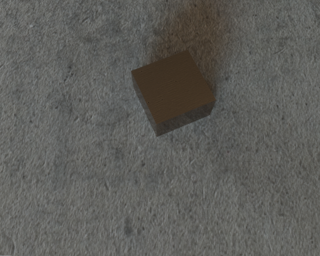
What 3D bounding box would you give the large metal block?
[{"bbox_3d":[0.016,-0.045,0.412,0.080,0.050,0.080,-23,72,-8],"label":"large metal block"}]
